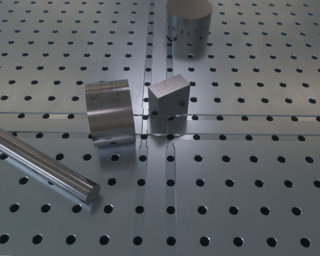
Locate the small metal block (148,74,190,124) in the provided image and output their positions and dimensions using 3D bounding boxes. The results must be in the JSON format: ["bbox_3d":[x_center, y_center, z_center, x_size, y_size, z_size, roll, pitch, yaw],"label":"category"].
[{"bbox_3d":[0.012,-0.040,0.425,0.050,0.050,0.025,-25,55,-20],"label":"small metal block"}]

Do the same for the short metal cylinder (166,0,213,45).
[{"bbox_3d":[0.051,-0.194,0.555,0.080,0.050,0.080,0,50,0],"label":"short metal cylinder"}]

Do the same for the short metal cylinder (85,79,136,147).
[{"bbox_3d":[-0.060,-0.018,0.387,0.050,0.080,0.080,-8,51,-7],"label":"short metal cylinder"}]

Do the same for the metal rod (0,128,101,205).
[{"bbox_3d":[-0.203,0.015,0.393,0.301,0.025,0.025,25,54,19],"label":"metal rod"}]
